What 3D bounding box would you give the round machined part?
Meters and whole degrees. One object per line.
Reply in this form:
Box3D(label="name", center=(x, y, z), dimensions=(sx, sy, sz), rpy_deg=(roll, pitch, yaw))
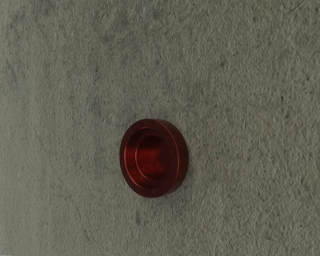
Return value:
Box3D(label="round machined part", center=(-0.003, 0.037, 0.396), dimensions=(0.098, 0.042, 0.097), rpy_deg=(0, 90, 39))
